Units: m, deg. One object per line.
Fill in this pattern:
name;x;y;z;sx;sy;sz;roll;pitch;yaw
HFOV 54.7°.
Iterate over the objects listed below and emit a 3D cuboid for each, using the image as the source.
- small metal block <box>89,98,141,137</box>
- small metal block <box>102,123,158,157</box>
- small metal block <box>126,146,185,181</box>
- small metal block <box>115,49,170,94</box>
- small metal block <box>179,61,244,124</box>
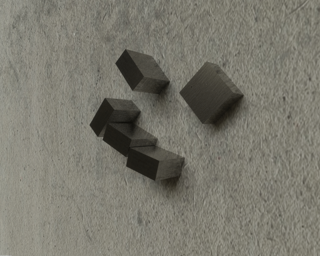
small metal block;-0.064;-0.014;0.441;0.025;0.050;0.050;50;119;28
small metal block;-0.040;0.015;0.422;0.050;0.050;0.025;30;109;36
small metal block;-0.006;0.043;0.393;0.050;0.050;0.025;20;103;38
small metal block;-0.023;-0.073;0.407;0.025;0.050;0.050;-47;62;30
small metal block;0.058;-0.040;0.357;0.050;0.025;0.050;-48;62;29
